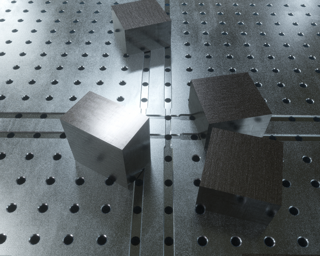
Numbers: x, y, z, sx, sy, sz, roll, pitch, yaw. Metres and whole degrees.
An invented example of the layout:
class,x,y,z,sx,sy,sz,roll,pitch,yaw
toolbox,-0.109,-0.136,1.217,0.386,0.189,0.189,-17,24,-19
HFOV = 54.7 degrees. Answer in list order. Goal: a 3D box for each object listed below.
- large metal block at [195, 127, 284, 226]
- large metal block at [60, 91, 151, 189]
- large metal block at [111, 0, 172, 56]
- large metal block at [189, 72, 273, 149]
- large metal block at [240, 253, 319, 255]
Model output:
class,x,y,z,sx,sy,sz,roll,pitch,yaw
large metal block,0.089,0.053,0.348,0.080,0.050,0.080,12,51,9
large metal block,-0.059,0.015,0.359,0.080,0.080,0.050,24,54,19
large metal block,-0.033,-0.178,0.541,0.081,0.050,0.080,-16,52,-14
large metal block,0.089,-0.025,0.414,0.081,0.050,0.080,-9,51,-8
large metal block,0.110,0.156,0.262,0.081,0.050,0.080,1,50,0
